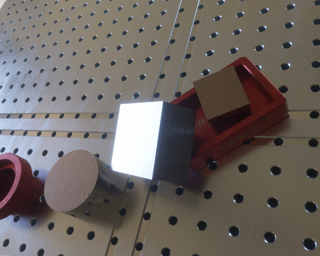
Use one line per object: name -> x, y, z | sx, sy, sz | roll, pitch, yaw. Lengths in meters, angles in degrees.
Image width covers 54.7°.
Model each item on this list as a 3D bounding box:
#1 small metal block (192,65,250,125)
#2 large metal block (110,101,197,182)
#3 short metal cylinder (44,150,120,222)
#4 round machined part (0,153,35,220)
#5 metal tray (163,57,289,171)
small metal block -> 0.073, -0.038, 0.366 | 0.050, 0.025, 0.050 | -22, 73, 11
large metal block -> -0.009, 0.015, 0.357 | 0.080, 0.050, 0.080 | 2, 82, 50
short metal cylinder -> -0.099, 0.074, 0.399 | 0.080, 0.050, 0.080 | -13, 56, 21
round machined part -> -0.229, 0.090, 0.463 | 0.098, 0.042, 0.098 | -13, 56, 21
metal tray -> 0.073, -0.019, 0.378 | 0.130, 0.030, 0.090 | -32, 52, 7
